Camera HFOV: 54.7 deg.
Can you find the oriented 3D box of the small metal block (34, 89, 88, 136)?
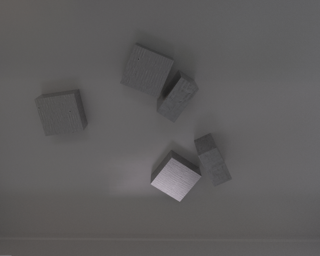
[{"bbox_3d":[-0.127,-0.020,0.403,0.050,0.025,0.050,-8,110,3],"label":"small metal block"}]

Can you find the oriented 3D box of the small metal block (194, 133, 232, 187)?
[{"bbox_3d":[0.070,0.041,0.414,0.025,0.050,0.050,-26,108,9],"label":"small metal block"}]

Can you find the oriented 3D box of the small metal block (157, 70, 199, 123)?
[{"bbox_3d":[0.020,-0.040,0.383,0.025,0.050,0.050,33,107,-11],"label":"small metal block"}]

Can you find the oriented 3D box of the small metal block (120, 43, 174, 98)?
[{"bbox_3d":[-0.016,-0.072,0.385,0.050,0.025,0.050,21,109,-8],"label":"small metal block"}]

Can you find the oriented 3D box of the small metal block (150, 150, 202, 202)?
[{"bbox_3d":[0.022,0.067,0.436,0.050,0.025,0.050,33,107,-12],"label":"small metal block"}]
